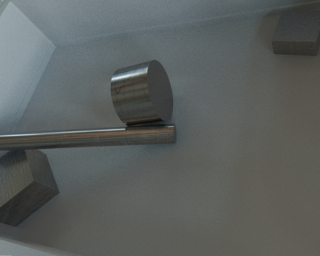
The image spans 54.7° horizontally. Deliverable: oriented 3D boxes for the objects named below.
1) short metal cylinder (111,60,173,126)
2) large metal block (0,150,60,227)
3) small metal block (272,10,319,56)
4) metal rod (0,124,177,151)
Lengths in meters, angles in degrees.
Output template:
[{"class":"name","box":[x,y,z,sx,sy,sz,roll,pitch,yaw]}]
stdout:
[{"class":"short metal cylinder","box":[-0.021,-0.044,0.407,0.050,0.080,0.080,-10,58,23]},{"class":"large metal block","box":[-0.203,0.080,0.445,0.080,0.050,0.080,-38,51,2]},{"class":"small metal block","box":[0.174,-0.119,0.387,0.050,0.025,0.050,12,68,32]},{"class":"metal rod","box":[-0.129,0.015,0.419,0.301,0.025,0.025,-3,60,10]}]
